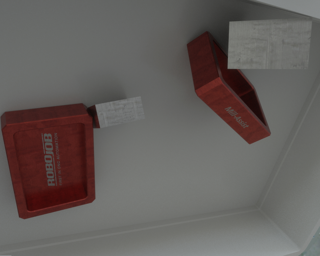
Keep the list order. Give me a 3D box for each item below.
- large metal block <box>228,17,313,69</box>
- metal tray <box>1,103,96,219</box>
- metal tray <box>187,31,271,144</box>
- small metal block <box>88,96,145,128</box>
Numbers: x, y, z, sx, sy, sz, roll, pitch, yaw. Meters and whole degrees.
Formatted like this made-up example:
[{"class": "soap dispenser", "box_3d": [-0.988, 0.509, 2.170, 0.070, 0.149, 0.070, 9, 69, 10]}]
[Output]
[{"class": "large metal block", "box_3d": [0.127, -0.094, 0.358, 0.080, 0.080, 0.050, -28, 120, -65]}, {"class": "metal tray", "box_3d": [-0.125, 0.040, 0.362, 0.091, 0.030, 0.129, -9, 123, -24]}, {"class": "metal tray", "box_3d": [0.087, -0.047, 0.384, 0.030, 0.090, 0.130, -29, 135, 28]}, {"class": "small metal block", "box_3d": [-0.051, -0.017, 0.352, 0.050, 0.050, 0.025, -13, 94, -22]}]
